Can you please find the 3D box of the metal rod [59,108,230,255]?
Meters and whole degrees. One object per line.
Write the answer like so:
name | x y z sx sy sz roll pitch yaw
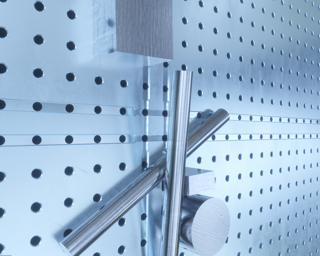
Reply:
metal rod | 0.001 0.055 0.412 0.302 0.025 0.025 -37 113 -34

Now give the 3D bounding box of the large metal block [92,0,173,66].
large metal block | -0.032 -0.121 0.368 0.081 0.050 0.079 -2 92 -40

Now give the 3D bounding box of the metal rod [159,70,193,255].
metal rod | 0.018 0.078 0.396 0.025 0.025 0.298 -4 102 -40

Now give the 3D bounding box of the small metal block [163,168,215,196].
small metal block | 0.040 0.073 0.429 0.050 0.050 0.025 -3 93 -40

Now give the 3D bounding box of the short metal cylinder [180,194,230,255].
short metal cylinder | 0.055 0.135 0.442 0.081 0.050 0.079 0 90 -40
